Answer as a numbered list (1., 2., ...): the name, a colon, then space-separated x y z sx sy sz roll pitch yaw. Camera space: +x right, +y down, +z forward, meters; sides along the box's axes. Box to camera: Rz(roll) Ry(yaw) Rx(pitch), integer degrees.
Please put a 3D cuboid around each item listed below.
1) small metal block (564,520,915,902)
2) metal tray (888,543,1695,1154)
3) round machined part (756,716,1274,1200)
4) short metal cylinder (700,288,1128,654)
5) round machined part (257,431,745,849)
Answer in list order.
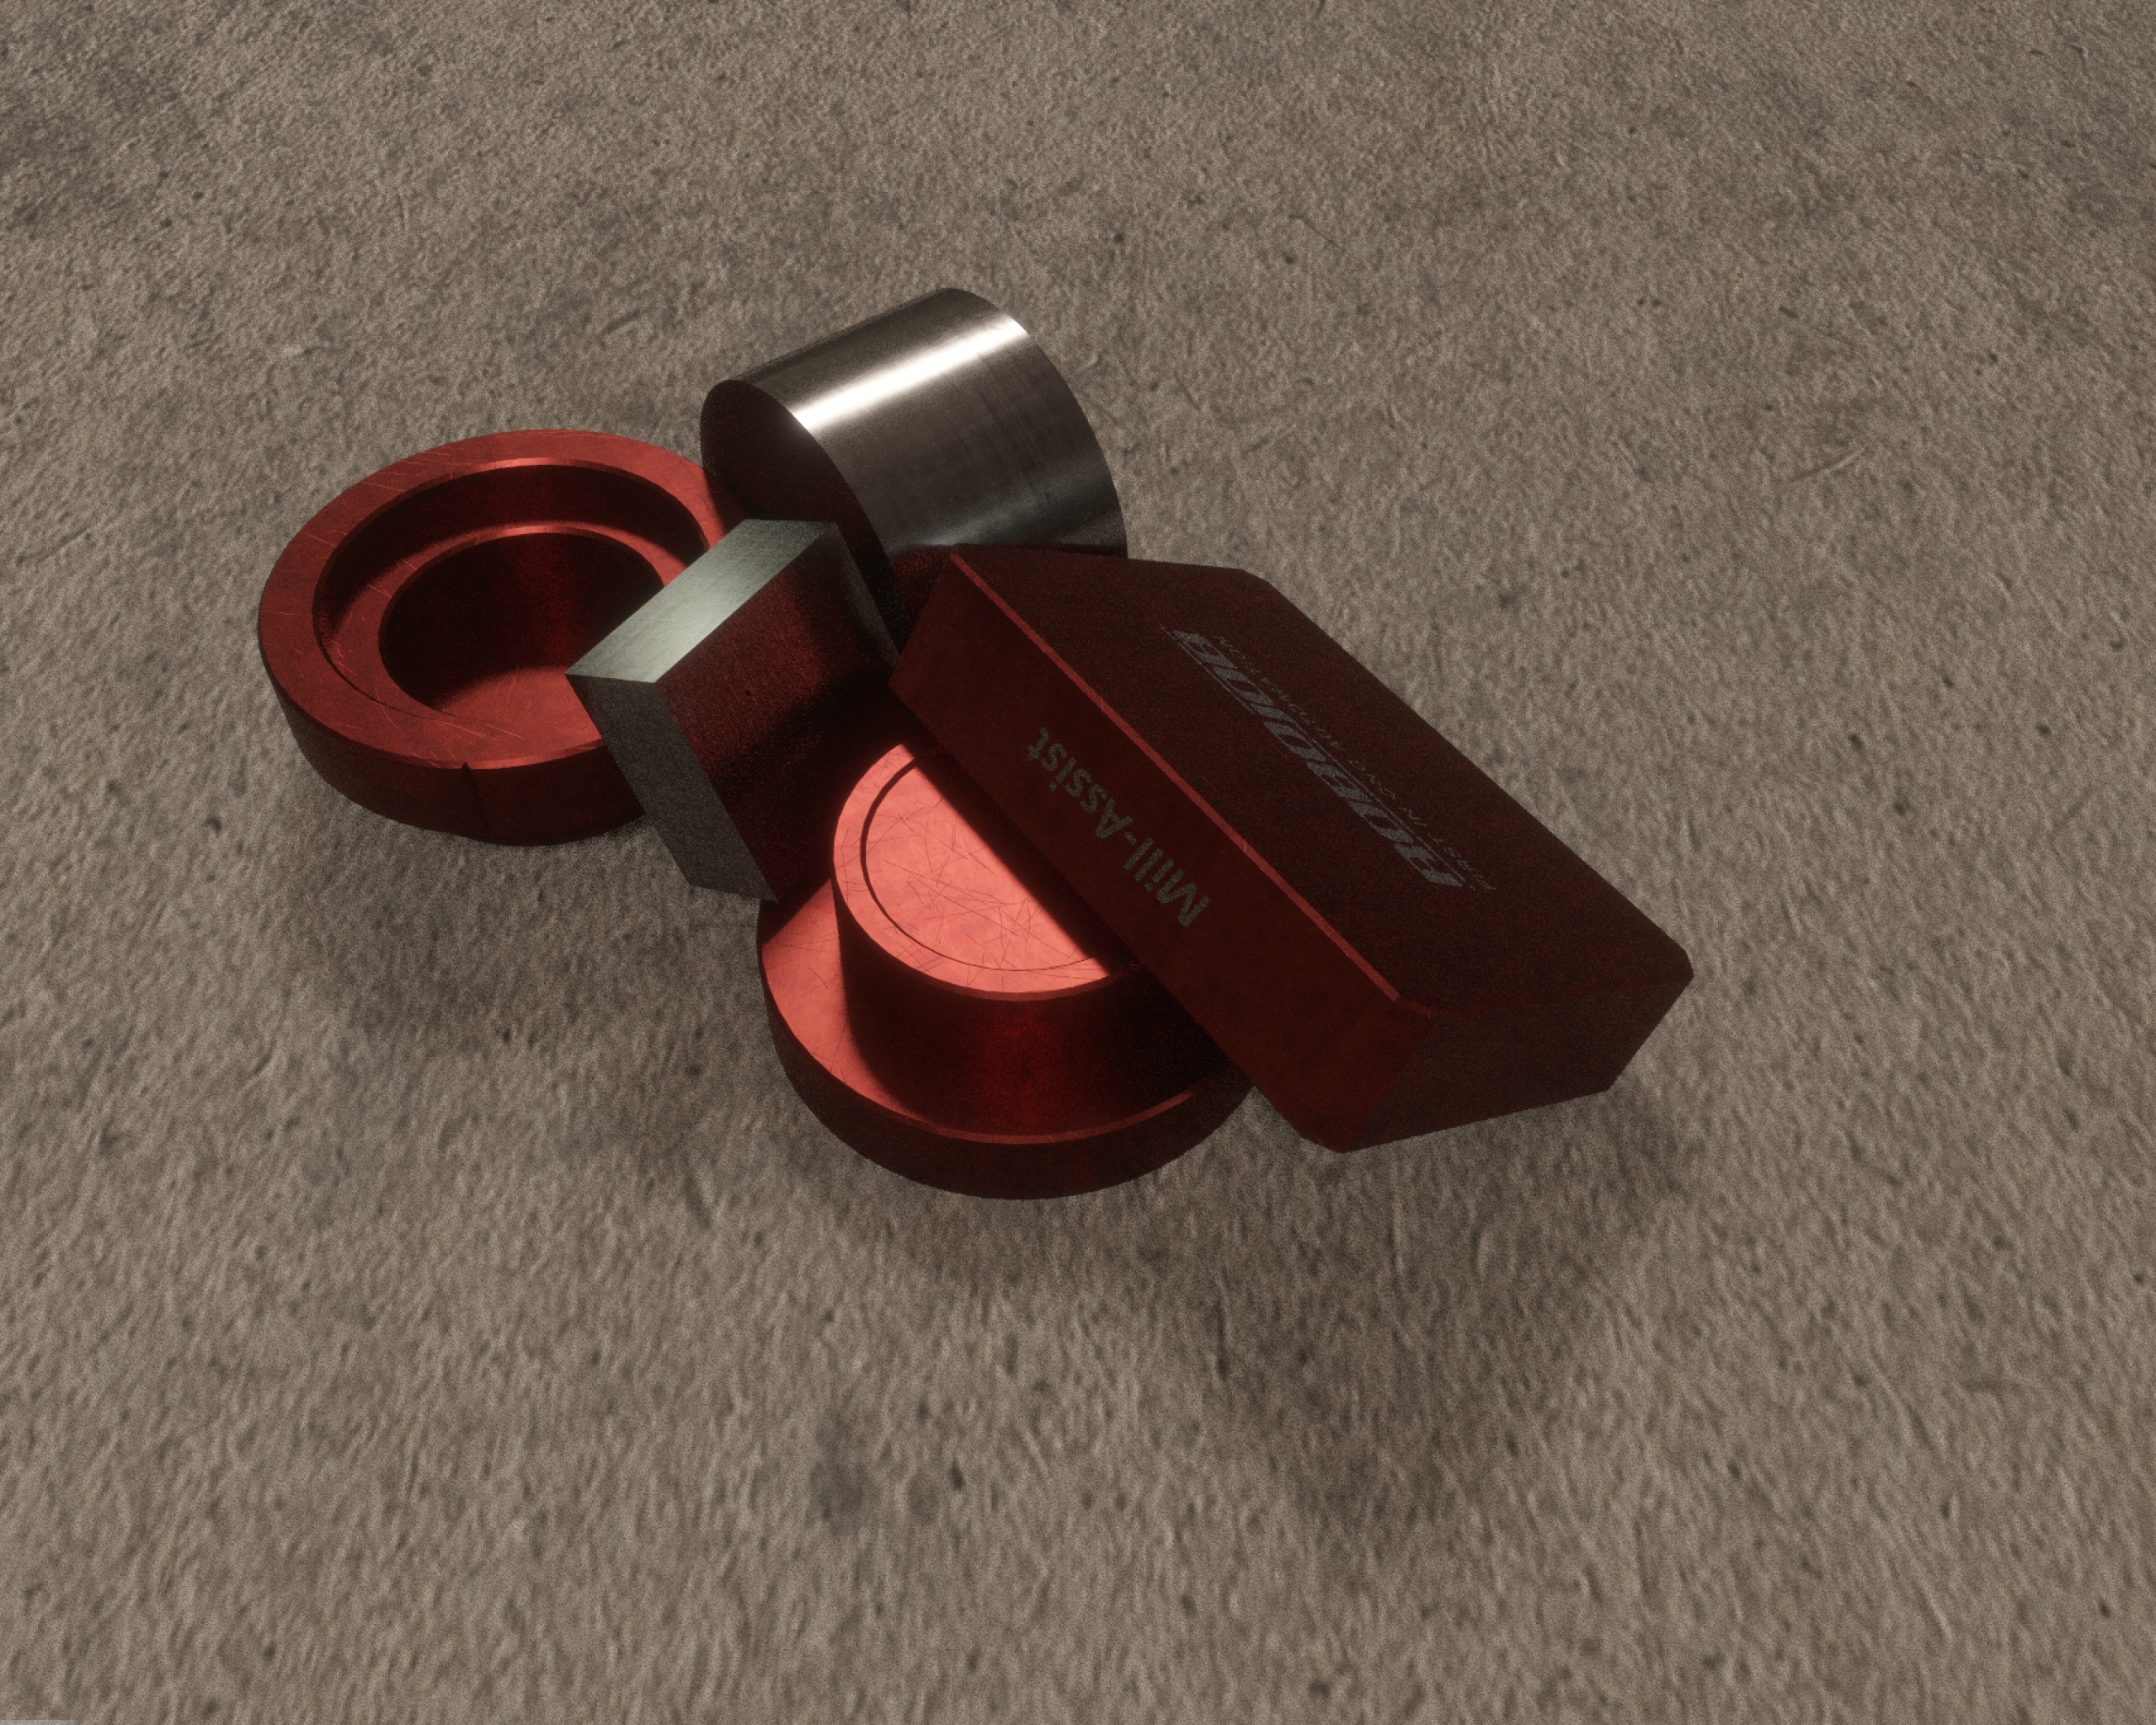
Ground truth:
1. small metal block: -0.059 -0.029 0.389 0.025 0.050 0.050 9 45 39
2. metal tray: 0.037 -0.008 0.380 0.091 0.030 0.130 -4 41 -46
3. round machined part: -0.010 0.010 0.385 0.099 0.042 0.098 0 50 0
4. short metal cylinder: -0.034 -0.071 0.429 0.050 0.080 0.080 -31 57 -23
5. round machined part: -0.111 -0.041 0.427 0.099 0.042 0.098 0 50 0
